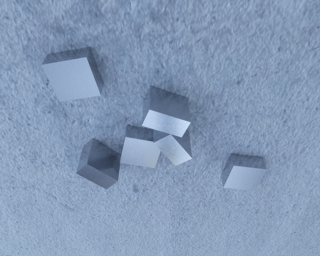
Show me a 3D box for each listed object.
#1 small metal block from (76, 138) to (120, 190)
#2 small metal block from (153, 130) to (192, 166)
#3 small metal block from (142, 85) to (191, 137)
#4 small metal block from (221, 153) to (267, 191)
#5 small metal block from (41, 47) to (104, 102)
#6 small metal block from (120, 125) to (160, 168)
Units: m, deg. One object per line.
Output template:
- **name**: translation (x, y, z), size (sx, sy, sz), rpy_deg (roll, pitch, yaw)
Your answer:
- **small metal block**: translation (-0.084, 0.050, 0.432), size (0.050, 0.050, 0.025), rpy_deg (36, 121, -27)
- **small metal block**: translation (0.016, 0.012, 0.402), size (0.025, 0.050, 0.050), rpy_deg (-28, 125, 21)
- **small metal block**: translation (0.007, -0.021, 0.373), size (0.050, 0.050, 0.025), rpy_deg (17, 128, -14)
- **small metal block**: translation (0.125, 0.067, 0.466), size (0.050, 0.025, 0.050), rpy_deg (7, 130, -7)
- **small metal block**: translation (-0.098, -0.061, 0.354), size (0.050, 0.025, 0.050), rpy_deg (-8, 130, 6)
- **small metal block**: translation (-0.026, 0.026, 0.429), size (0.050, 0.025, 0.050), rpy_deg (10, 129, -9)
